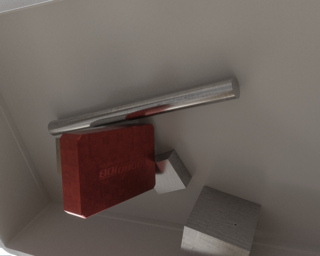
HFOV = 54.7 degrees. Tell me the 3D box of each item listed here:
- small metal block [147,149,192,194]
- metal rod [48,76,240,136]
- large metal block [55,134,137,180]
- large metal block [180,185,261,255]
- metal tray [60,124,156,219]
[{"bbox_3d":[0.009,0.063,0.442,0.050,0.025,0.050,-21,107,35],"label":"small metal block"},{"bbox_3d":[-0.043,-0.022,0.416,0.300,0.025,0.025,-10,114,32],"label":"metal rod"},{"bbox_3d":[-0.082,0.037,0.418,0.080,0.081,0.050,5,99,42],"label":"large metal block"},{"bbox_3d":[0.081,0.132,0.411,0.080,0.080,0.050,17,125,18],"label":"large metal block"},{"bbox_3d":[-0.057,0.044,0.379,0.030,0.131,0.089,3,98,35],"label":"metal tray"}]
